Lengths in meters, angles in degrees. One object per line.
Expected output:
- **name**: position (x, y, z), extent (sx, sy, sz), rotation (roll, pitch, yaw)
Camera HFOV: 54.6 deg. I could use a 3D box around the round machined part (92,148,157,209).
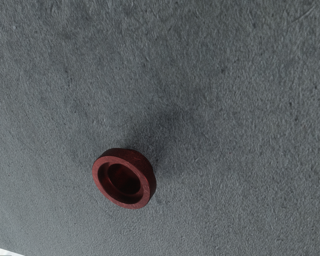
- **round machined part**: position (-0.049, 0.071, 0.466), extent (0.098, 0.042, 0.097), rotation (13, 124, 21)
